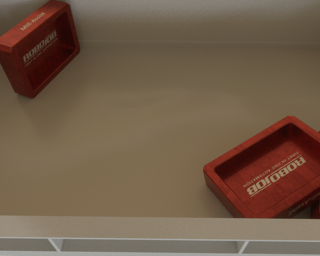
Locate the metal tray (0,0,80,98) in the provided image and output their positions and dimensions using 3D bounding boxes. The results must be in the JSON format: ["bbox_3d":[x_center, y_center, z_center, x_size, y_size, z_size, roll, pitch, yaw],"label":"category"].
[{"bbox_3d":[-0.175,-0.119,0.461,0.030,0.090,0.130,19,52,15],"label":"metal tray"}]

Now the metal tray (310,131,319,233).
[{"bbox_3d":[0.214,0.050,0.326,0.090,0.030,0.130,-18,35,42],"label":"metal tray"}]

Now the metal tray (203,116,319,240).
[{"bbox_3d":[0.126,0.048,0.338,0.131,0.030,0.090,-29,45,-11],"label":"metal tray"}]
